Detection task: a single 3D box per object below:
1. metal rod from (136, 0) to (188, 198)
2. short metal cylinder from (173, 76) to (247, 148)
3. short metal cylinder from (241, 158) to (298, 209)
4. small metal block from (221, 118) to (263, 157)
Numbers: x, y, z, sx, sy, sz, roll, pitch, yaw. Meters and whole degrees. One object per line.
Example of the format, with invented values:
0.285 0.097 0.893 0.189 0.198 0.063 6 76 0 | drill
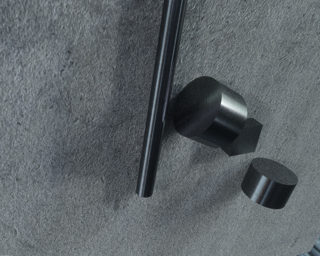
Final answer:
0.000 -0.037 0.385 0.025 0.025 0.298 -5 121 -26 | metal rod
0.062 -0.019 0.395 0.050 0.080 0.080 22 106 -37 | short metal cylinder
0.188 0.094 0.535 0.081 0.080 0.050 2 117 -30 | short metal cylinder
0.128 0.014 0.488 0.050 0.025 0.050 -7 122 -25 | small metal block
